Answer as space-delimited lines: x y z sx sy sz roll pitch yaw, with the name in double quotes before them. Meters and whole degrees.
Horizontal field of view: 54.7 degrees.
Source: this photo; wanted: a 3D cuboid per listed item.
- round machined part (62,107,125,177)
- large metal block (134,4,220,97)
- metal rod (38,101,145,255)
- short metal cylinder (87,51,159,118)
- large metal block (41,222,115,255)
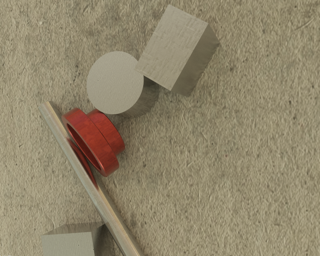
"round machined part" -0.083 0.013 0.408 0.042 0.098 0.098 -37 76 -20
"large metal block" 0.024 -0.087 0.371 0.050 0.080 0.080 32 100 16
"metal rod" -0.091 0.089 0.439 0.025 0.025 0.299 -37 79 16
"short metal cylinder" -0.048 -0.055 0.409 0.080 0.050 0.080 -2 85 20
"large metal block" -0.111 0.180 0.434 0.080 0.050 0.080 -11 87 19
